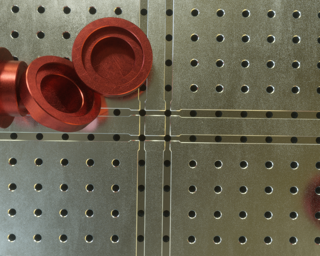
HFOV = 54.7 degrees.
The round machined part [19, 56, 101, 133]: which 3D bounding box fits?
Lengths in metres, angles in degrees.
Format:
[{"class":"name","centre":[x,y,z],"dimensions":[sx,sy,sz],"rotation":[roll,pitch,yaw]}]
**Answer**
[{"class":"round machined part","centre":[-0.126,-0.037,0.385],"dimensions":[0.042,0.099,0.098],"rotation":[-34,90,35]}]

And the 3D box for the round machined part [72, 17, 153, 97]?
[{"class":"round machined part","centre":[-0.060,-0.088,0.400],"dimensions":[0.099,0.042,0.097],"rotation":[0,87,-7]}]

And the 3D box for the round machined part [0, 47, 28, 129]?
[{"class":"round machined part","centre":[-0.186,-0.048,0.375],"dimensions":[0.042,0.098,0.097],"rotation":[1,90,-8]}]
